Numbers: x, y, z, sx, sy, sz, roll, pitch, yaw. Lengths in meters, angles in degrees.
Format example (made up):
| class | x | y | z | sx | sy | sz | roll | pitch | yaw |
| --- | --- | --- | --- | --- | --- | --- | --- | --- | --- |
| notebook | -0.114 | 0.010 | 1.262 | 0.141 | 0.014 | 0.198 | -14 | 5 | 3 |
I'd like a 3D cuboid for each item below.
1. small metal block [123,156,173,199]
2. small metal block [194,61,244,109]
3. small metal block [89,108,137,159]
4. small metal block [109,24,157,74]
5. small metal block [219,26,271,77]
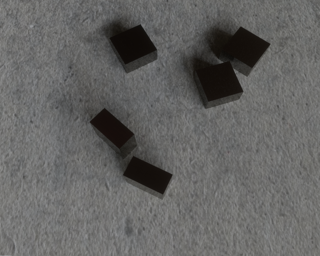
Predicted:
| class | x | y | z | sx | sy | sz | roll | pitch | yaw |
| --- | --- | --- | --- | --- | --- | --- | --- | --- | --- |
| small metal block | -0.014 | 0.061 | 0.372 | 0.050 | 0.050 | 0.025 | 24 | 72 | 8 |
| small metal block | 0.080 | -0.060 | 0.431 | 0.050 | 0.025 | 0.050 | -16 | 71 | -6 |
| small metal block | -0.057 | 0.008 | 0.391 | 0.050 | 0.050 | 0.025 | 40 | 75 | 13 |
| small metal block | -0.038 | -0.115 | 0.450 | 0.050 | 0.025 | 0.050 | -27 | 73 | -10 |
| small metal block | 0.122 | -0.111 | 0.450 | 0.050 | 0.025 | 0.050 | 36 | 74 | 11 |
